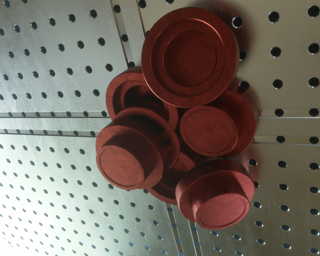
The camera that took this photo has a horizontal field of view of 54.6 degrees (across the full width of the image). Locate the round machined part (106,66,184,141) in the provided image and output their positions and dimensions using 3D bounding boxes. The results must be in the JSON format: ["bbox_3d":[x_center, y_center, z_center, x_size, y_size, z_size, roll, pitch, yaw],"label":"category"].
[{"bbox_3d":[-0.015,-0.031,0.390,0.098,0.042,0.097,13,124,21],"label":"round machined part"}]

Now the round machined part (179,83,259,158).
[{"bbox_3d":[0.062,-0.005,0.364,0.098,0.042,0.097,13,124,21],"label":"round machined part"}]

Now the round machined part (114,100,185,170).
[{"bbox_3d":[-0.012,0.007,0.411,0.098,0.042,0.097,13,124,21],"label":"round machined part"}]

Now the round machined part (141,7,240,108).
[{"bbox_3d":[0.034,-0.071,0.324,0.098,0.042,0.097,3,99,21],"label":"round machined part"}]

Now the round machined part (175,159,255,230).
[{"bbox_3d":[0.072,0.089,0.386,0.099,0.042,0.097,-6,127,-8],"label":"round machined part"}]

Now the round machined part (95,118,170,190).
[{"bbox_3d":[-0.041,0.039,0.392,0.098,0.042,0.097,13,124,21],"label":"round machined part"}]

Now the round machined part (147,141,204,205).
[{"bbox_3d":[0.019,0.054,0.424,0.098,0.042,0.097,13,124,21],"label":"round machined part"}]
